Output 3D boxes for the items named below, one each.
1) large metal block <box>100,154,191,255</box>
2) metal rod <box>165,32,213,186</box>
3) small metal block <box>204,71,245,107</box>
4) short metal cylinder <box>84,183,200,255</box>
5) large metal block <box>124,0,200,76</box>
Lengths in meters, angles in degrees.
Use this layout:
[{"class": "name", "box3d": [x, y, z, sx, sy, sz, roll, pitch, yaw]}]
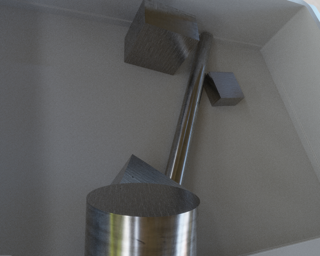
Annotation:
[{"class": "large metal block", "box3d": [-0.014, 0.081, 0.310, 0.080, 0.050, 0.080, 34, 16, -7]}, {"class": "metal rod", "box3d": [0.048, -0.044, 0.460, 0.025, 0.025, 0.300, 26, 52, -13]}, {"class": "small metal block", "box3d": [0.102, -0.063, 0.501, 0.050, 0.025, 0.050, -4, 64, -31]}, {"class": "short metal cylinder", "box3d": [-0.013, 0.074, 0.224, 0.081, 0.080, 0.050, 1, 95, -28]}, {"class": "large metal block", "box3d": [0.000, -0.129, 0.451, 0.081, 0.080, 0.050, 11, 57, -23]}]
